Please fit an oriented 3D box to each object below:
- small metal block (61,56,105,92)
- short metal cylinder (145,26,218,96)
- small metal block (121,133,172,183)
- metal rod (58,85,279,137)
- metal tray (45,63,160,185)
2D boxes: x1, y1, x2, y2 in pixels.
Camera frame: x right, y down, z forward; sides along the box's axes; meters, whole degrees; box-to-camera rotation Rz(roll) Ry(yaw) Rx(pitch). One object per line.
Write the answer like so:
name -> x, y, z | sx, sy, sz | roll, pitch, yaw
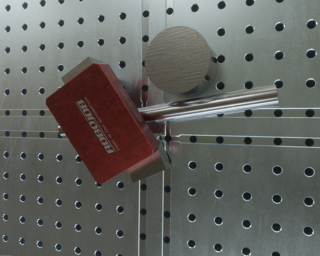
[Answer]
small metal block -> -0.099, -0.070, 0.432 | 0.050, 0.050, 0.025 | -33, 80, 17
short metal cylinder -> 0.028, -0.081, 0.388 | 0.080, 0.050, 0.079 | 0, 90, 19
small metal block -> -0.019, 0.040, 0.417 | 0.050, 0.025, 0.050 | -25, 82, 18
metal rod -> -0.003, -0.019, 0.413 | 0.301, 0.025, 0.025 | -8, 87, 19
metal tray -> -0.073, -0.005, 0.393 | 0.090, 0.030, 0.130 | -32, 91, 17
